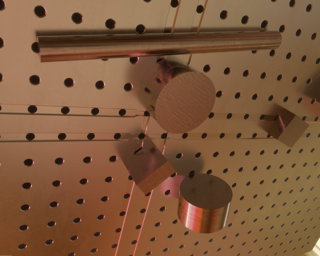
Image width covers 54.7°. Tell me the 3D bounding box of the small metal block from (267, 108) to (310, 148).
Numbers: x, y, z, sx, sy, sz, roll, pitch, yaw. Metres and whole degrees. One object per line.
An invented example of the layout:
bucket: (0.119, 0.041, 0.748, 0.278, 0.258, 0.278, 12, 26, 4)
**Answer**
small metal block: (0.220, 0.001, 0.532, 0.050, 0.025, 0.050, 25, 105, -37)

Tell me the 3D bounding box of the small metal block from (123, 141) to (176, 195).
small metal block: (-0.015, 0.053, 0.420, 0.050, 0.050, 0.025, -37, 129, -3)

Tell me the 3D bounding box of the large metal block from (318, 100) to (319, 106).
large metal block: (0.343, -0.043, 0.556, 0.080, 0.050, 0.080, -45, 129, 3)

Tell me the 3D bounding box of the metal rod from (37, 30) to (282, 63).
metal rod: (0.020, -0.098, 0.360, 0.303, 0.025, 0.025, -9, 123, -24)

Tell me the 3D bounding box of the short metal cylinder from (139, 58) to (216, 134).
short metal cylinder: (0.021, -0.040, 0.381, 0.081, 0.050, 0.079, -14, 124, -21)

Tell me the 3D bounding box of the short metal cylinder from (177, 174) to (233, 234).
short metal cylinder: (0.069, 0.116, 0.485, 0.081, 0.080, 0.050, -11, 123, -23)
